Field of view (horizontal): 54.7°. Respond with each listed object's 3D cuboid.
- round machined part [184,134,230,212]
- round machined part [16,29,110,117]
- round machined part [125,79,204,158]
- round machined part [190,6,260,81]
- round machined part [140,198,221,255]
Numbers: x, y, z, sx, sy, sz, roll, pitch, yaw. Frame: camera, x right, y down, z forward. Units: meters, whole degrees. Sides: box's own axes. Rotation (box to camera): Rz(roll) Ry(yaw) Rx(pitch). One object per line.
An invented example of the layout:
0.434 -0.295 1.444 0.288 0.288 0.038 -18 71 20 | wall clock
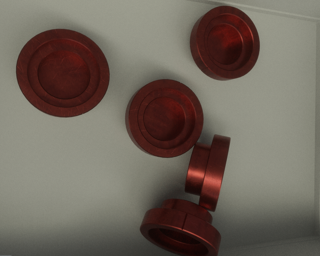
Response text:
0.060 0.055 0.402 0.042 0.098 0.098 12 85 12 | round machined part
-0.111 -0.060 0.360 0.099 0.042 0.097 0 90 -20 | round machined part
0.003 -0.011 0.401 0.099 0.042 0.097 1 88 -19 | round machined part
0.086 -0.114 0.433 0.099 0.042 0.097 0 90 -20 | round machined part
0.028 0.124 0.388 0.098 0.098 0.042 35 53 -17 | round machined part
